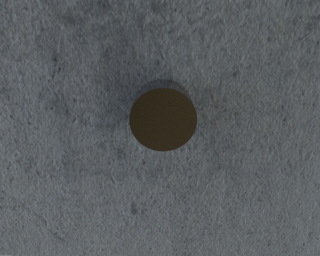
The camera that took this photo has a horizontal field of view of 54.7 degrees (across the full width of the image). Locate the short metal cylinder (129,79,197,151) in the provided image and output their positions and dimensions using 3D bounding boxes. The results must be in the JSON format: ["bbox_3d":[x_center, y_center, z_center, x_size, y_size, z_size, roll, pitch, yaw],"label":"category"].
[{"bbox_3d":[0.004,-0.017,0.390,0.081,0.050,0.079,0,110,-1],"label":"short metal cylinder"}]
